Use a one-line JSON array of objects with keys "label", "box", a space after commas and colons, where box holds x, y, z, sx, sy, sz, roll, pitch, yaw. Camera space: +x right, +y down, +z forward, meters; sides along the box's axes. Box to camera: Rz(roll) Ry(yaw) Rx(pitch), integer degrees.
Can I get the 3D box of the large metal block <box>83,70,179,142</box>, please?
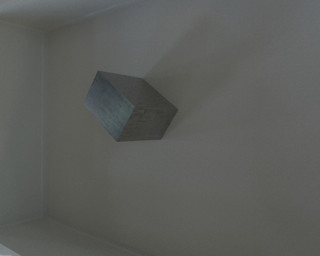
[{"label": "large metal block", "box": [-0.038, -0.028, 0.403, 0.080, 0.081, 0.050, 44, 117, 31]}]
